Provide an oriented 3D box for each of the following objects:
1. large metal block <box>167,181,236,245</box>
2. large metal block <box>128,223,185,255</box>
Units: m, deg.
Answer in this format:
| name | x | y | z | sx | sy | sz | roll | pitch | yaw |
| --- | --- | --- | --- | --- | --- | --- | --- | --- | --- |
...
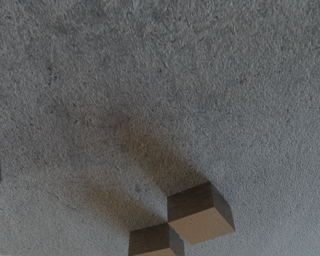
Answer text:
| name | x | y | z | sx | sy | sz | roll | pitch | yaw |
| --- | --- | --- | --- | --- | --- | --- | --- | --- | --- |
| large metal block | 0.067 | 0.142 | 0.513 | 0.080 | 0.050 | 0.080 | -26 | 126 | 20 |
| large metal block | -0.005 | 0.230 | 0.587 | 0.080 | 0.050 | 0.080 | -18 | 128 | 14 |
